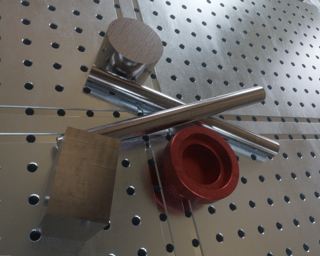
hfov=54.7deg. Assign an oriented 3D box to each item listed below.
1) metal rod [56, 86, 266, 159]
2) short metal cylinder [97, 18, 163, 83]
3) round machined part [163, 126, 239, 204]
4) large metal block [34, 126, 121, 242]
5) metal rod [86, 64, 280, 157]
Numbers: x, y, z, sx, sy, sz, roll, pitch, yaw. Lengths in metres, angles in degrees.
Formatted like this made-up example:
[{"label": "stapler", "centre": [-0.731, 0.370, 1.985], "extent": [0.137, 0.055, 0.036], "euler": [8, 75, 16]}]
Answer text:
[{"label": "metal rod", "centre": [0.021, -0.015, 0.404], "extent": [0.303, 0.025, 0.025], "euler": [-16, 70, -26]}, {"label": "short metal cylinder", "centre": [-0.042, -0.107, 0.436], "extent": [0.081, 0.050, 0.080], "euler": [14, 56, -21]}, {"label": "round machined part", "centre": [0.048, 0.049, 0.395], "extent": [0.099, 0.042, 0.098], "euler": [14, 56, -21]}, {"label": "large metal block", "centre": [-0.079, 0.057, 0.296], "extent": [0.050, 0.080, 0.080], "euler": [16, 55, -19]}, {"label": "metal rod", "centre": [0.044, -0.019, 0.445], "extent": [0.302, 0.025, 0.025], "euler": [21, 54, -16]}]
